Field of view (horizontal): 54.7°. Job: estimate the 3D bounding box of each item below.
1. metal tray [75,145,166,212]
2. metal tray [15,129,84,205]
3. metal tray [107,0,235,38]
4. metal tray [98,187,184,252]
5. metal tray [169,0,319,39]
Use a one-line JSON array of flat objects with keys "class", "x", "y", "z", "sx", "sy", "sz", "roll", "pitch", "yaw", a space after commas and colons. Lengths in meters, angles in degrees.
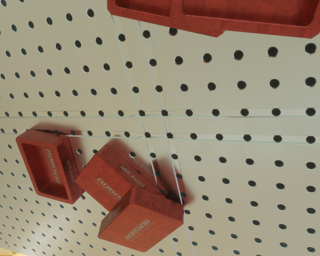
[{"class": "metal tray", "x": -0.066, "y": 0.100, "z": 0.502, "sx": 0.130, "sy": 0.030, "sz": 0.090, "roll": 42, "pitch": 129, "yaw": -1}, {"class": "metal tray", "x": -0.194, "y": 0.070, "z": 0.550, "sx": 0.090, "sy": 0.030, "sz": 0.129, "roll": 7, "pitch": 122, "yaw": 24}, {"class": "metal tray", "x": 0.011, "y": -0.150, "z": 0.308, "sx": 0.130, "sy": 0.030, "sz": 0.089, "roll": 18, "pitch": 126, "yaw": 17}, {"class": "metal tray", "x": -0.032, "y": 0.151, "z": 0.496, "sx": 0.090, "sy": 0.030, "sz": 0.129, "roll": 25, "pitch": 131, "yaw": -17}, {"class": "metal tray", "x": 0.077, "y": -0.128, "z": 0.255, "sx": 0.131, "sy": 0.030, "sz": 0.089, "roll": 5, "pitch": 124, "yaw": -2}]
